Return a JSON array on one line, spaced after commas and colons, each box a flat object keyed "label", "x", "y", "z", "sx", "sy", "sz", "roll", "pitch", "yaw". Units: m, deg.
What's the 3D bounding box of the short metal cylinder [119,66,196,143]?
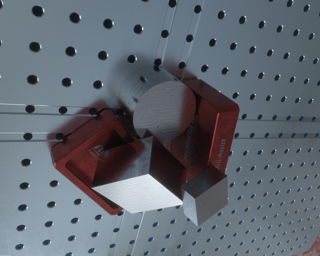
[{"label": "short metal cylinder", "x": -0.004, "y": -0.029, "z": 0.377, "sx": 0.081, "sy": 0.050, "sz": 0.079, "roll": -14, "pitch": 125, "yaw": -21}]

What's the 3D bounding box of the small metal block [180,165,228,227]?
[{"label": "small metal block", "x": 0.054, "y": 0.081, "z": 0.371, "sx": 0.050, "sy": 0.025, "sz": 0.050, "roll": -29, "pitch": 130, "yaw": -25}]

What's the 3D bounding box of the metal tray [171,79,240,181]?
[{"label": "metal tray", "x": 0.053, "y": 0.012, "z": 0.407, "sx": 0.030, "sy": 0.090, "sz": 0.129, "roll": -9, "pitch": 123, "yaw": -24}]

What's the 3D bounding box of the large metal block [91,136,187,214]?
[{"label": "large metal block", "x": -0.022, "y": 0.061, "z": 0.382, "sx": 0.080, "sy": 0.050, "sz": 0.080, "roll": -18, "pitch": 136, "yaw": 27}]

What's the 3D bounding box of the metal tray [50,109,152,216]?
[{"label": "metal tray", "x": -0.064, "y": 0.049, "z": 0.403, "sx": 0.090, "sy": 0.030, "sz": 0.130, "roll": -37, "pitch": 130, "yaw": -4}]
